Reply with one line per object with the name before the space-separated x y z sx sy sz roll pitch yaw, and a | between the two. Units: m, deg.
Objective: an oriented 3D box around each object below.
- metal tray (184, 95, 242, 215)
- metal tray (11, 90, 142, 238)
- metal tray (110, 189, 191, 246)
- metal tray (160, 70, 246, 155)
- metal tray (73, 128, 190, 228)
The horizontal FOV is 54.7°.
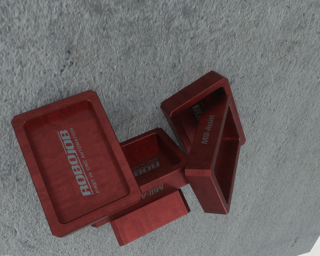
metal tray | 0.074 0.032 0.398 0.090 0.030 0.130 63 36 -39
metal tray | -0.086 0.034 0.322 0.091 0.130 0.030 -22 166 -16
metal tray | -0.021 0.115 0.413 0.091 0.130 0.030 -22 82 -15
metal tray | 0.066 -0.005 0.440 0.090 0.030 0.130 -34 129 -7
metal tray | -0.036 0.054 0.381 0.131 0.090 0.030 -23 127 -15
